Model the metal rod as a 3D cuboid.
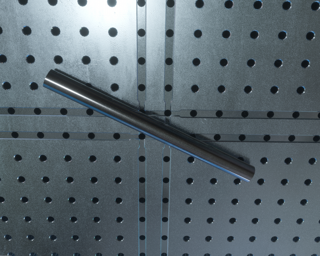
[{"bbox_3d":[-0.007,0.001,0.414,0.301,0.025,0.025,26,108,-10],"label":"metal rod"}]
